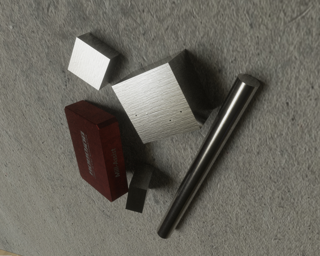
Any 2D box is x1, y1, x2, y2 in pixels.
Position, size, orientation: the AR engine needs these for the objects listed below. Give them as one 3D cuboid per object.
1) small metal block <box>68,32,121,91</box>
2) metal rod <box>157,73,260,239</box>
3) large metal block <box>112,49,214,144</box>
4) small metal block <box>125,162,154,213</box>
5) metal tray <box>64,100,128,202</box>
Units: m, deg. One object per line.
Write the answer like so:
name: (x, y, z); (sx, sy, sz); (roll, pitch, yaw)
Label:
small metal block: (-0.085, -0.085, 0.397); (0.050, 0.025, 0.050); (34, 129, 5)
metal rod: (0.050, 0.060, 0.416); (0.025, 0.025, 0.298); (29, 128, 9)
large metal block: (0.004, -0.035, 0.365); (0.080, 0.050, 0.080); (-16, 110, 34)
small metal block: (-0.029, 0.087, 0.456); (0.025, 0.050, 0.050); (14, 125, 3)
metal tray: (-0.091, 0.033, 0.449); (0.090, 0.030, 0.129); (25, 131, 41)
